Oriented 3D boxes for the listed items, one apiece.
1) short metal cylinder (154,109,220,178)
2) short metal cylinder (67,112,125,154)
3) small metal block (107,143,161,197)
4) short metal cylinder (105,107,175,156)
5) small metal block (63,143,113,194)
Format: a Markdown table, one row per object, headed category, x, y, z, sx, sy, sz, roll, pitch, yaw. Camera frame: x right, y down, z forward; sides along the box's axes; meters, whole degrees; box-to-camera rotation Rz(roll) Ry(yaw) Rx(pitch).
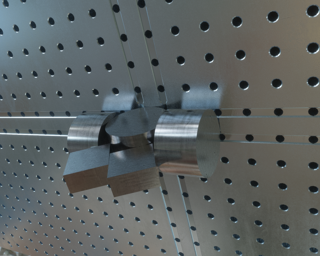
| category | x | y | z | sx | sy | sz | roll | pitch | yaw |
| --- | --- | --- | --- | --- | --- | --- | --- | --- | --- |
| short metal cylinder | 0.035 | 0.017 | 0.367 | 0.050 | 0.080 | 0.080 | 1 | 119 | 29 |
| short metal cylinder | -0.080 | 0.018 | 0.428 | 0.050 | 0.080 | 0.080 | 1 | 119 | 28 |
| small metal block | -0.028 | 0.045 | 0.338 | 0.050 | 0.050 | 0.025 | -13 | 115 | 0 |
| short metal cylinder | -0.024 | 0.012 | 0.396 | 0.080 | 0.080 | 0.050 | 1 | 119 | 27 |
| small metal block | -0.080 | 0.046 | 0.360 | 0.050 | 0.050 | 0.025 | -14 | 115 | -1 |
